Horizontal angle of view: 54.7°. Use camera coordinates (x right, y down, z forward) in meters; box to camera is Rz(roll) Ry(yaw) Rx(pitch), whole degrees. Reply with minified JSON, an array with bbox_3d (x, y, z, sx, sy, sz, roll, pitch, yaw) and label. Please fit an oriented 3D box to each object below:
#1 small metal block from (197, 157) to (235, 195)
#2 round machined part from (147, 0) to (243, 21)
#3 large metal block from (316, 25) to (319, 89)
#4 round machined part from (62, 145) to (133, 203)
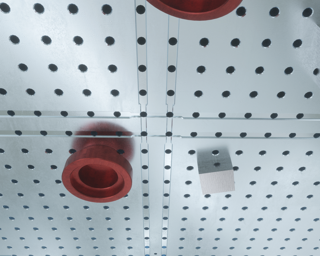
[{"bbox_3d":[0.086,0.074,0.476,0.050,0.025,0.050,-9,130,7],"label":"small metal block"},{"bbox_3d":[0.027,-0.139,0.262,0.098,0.042,0.098,14,165,4],"label":"round machined part"},{"bbox_3d":[0.206,-0.063,0.324,0.050,0.080,0.080,-14,129,11],"label":"large metal block"},{"bbox_3d":[-0.089,0.063,0.453,0.099,0.042,0.097,0,130,0],"label":"round machined part"}]
